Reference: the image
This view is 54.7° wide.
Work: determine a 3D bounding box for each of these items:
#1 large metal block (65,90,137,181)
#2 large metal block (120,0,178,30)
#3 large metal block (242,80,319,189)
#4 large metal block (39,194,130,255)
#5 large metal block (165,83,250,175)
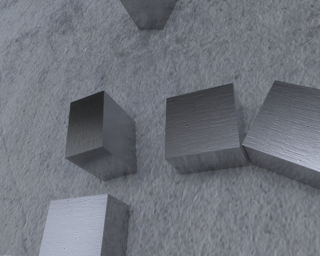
[{"bbox_3d":[-0.072,0.013,0.397,0.050,0.080,0.080,-17,55,18],"label":"large metal block"},{"bbox_3d":[-0.017,-0.221,0.512,0.050,0.080,0.080,12,68,33],"label":"large metal block"},{"bbox_3d":[0.141,0.006,0.310,0.080,0.050,0.080,21,72,35],"label":"large metal block"},{"bbox_3d":[-0.085,0.125,0.354,0.080,0.050,0.080,-11,57,21],"label":"large metal block"},{"bbox_3d":[0.053,0.003,0.357,0.080,0.050,0.080,-11,57,22],"label":"large metal block"}]
